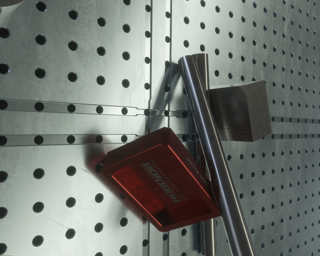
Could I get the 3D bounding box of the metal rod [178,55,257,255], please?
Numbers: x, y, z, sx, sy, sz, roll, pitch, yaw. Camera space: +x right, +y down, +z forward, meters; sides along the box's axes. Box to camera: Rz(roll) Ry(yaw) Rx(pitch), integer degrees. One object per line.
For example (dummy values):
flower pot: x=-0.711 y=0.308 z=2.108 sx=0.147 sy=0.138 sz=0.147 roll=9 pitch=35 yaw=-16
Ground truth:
metal rod: x=0.068 y=0.037 z=0.382 sx=0.025 sy=0.025 sz=0.299 roll=9 pitch=58 yaw=-40

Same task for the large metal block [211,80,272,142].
large metal block: x=0.115 y=-0.026 z=0.469 sx=0.050 sy=0.080 sz=0.079 roll=-18 pitch=102 yaw=-39

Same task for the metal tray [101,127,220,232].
metal tray: x=0.005 y=0.067 z=0.370 sx=0.130 sy=0.090 sz=0.030 roll=52 pitch=27 yaw=-28

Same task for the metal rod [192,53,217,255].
metal rod: x=0.066 y=0.041 z=0.464 sx=0.025 sy=0.025 sz=0.298 roll=-5 pitch=94 yaw=-40

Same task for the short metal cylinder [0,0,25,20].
short metal cylinder: x=-0.153 y=-0.137 z=0.264 sx=0.081 sy=0.050 sz=0.079 roll=0 pitch=90 yaw=-40
